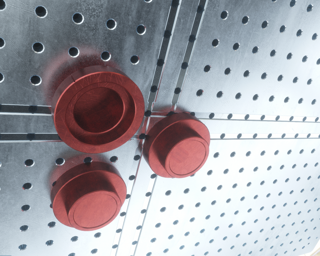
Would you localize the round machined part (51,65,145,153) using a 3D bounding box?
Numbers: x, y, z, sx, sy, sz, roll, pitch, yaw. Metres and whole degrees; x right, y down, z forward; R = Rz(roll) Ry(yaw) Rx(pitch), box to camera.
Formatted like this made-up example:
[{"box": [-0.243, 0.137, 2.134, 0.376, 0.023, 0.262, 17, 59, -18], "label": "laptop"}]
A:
[{"box": [-0.070, -0.024, 0.347, 0.099, 0.042, 0.097, -14, 124, -21], "label": "round machined part"}]

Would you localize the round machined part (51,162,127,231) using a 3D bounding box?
[{"box": [-0.090, 0.097, 0.410, 0.099, 0.042, 0.097, -14, 124, -21], "label": "round machined part"}]

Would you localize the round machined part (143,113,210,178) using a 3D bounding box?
[{"box": [0.029, 0.031, 0.435, 0.099, 0.042, 0.097, -14, 124, -21], "label": "round machined part"}]
